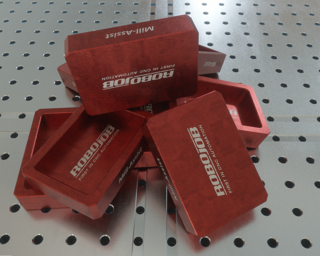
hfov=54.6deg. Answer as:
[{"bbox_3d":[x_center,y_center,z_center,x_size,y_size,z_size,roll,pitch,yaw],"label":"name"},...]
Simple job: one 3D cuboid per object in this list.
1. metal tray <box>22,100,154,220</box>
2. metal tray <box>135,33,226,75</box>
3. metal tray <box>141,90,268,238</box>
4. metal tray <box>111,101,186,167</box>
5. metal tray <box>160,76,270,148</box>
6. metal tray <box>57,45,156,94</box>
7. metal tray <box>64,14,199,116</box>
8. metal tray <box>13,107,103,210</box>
[{"bbox_3d":[-0.072,0.024,0.345,0.090,0.030,0.130,21,53,17],"label":"metal tray"},{"bbox_3d":[0.033,-0.109,0.452,0.090,0.030,0.131,27,22,21],"label":"metal tray"},{"bbox_3d":[0.047,0.036,0.331,0.091,0.030,0.130,-23,87,-18],"label":"metal tray"},{"bbox_3d":[-0.017,-0.010,0.412,0.091,0.030,0.130,-2,48,-4],"label":"metal tray"},{"bbox_3d":[0.068,-0.025,0.402,0.131,0.030,0.090,8,48,-16],"label":"metal tray"},{"bbox_3d":[-0.077,-0.080,0.450,0.090,0.030,0.130,-38,44,-27],"label":"metal tray"},{"bbox_3d":[-0.026,-0.065,0.336,0.131,0.090,0.030,-12,51,-4],"label":"metal tray"},{"bbox_3d":[-0.114,0.031,0.378,0.091,0.030,0.130,-3,49,-3],"label":"metal tray"}]
